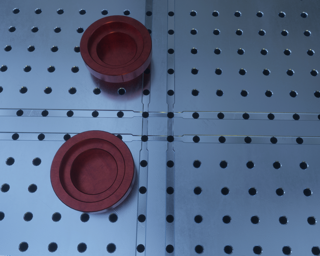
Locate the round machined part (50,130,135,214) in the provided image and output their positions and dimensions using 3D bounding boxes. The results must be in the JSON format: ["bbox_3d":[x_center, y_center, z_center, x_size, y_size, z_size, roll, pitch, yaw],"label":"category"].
[{"bbox_3d":[-0.079,0.055,0.382,0.099,0.042,0.098,0,70,0],"label":"round machined part"}]

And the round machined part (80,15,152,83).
[{"bbox_3d":[-0.060,-0.107,0.442,0.099,0.042,0.098,0,70,0],"label":"round machined part"}]
